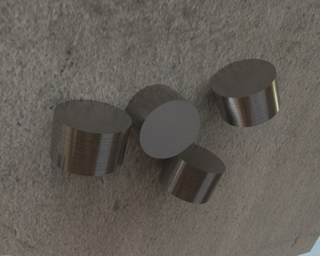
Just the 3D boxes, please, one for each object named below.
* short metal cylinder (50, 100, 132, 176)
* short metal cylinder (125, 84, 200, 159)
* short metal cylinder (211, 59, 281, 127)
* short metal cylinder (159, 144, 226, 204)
[{"bbox_3d":[-0.075,0.008,0.336,0.081,0.080,0.050,0,118,-29],"label":"short metal cylinder"},{"bbox_3d":[0.003,-0.009,0.388,0.081,0.050,0.079,-14,125,-21],"label":"short metal cylinder"},{"bbox_3d":[0.113,-0.047,0.406,0.080,0.080,0.050,-32,129,-8],"label":"short metal cylinder"},{"bbox_3d":[0.045,0.061,0.435,0.081,0.080,0.050,10,114,-33],"label":"short metal cylinder"}]
